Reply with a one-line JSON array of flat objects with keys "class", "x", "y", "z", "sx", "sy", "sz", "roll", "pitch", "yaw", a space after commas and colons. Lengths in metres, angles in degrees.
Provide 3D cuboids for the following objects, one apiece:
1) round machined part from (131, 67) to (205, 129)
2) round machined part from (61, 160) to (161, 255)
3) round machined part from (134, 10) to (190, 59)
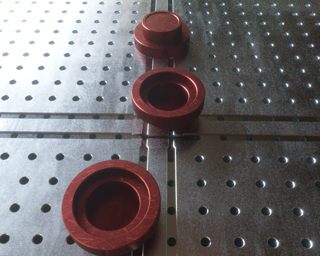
[{"class": "round machined part", "x": 0.011, "y": -0.037, "z": 0.428, "sx": 0.099, "sy": 0.042, "sz": 0.098, "roll": 0, "pitch": 50, "yaw": 0}, {"class": "round machined part", "x": -0.048, "y": 0.085, "z": 0.325, "sx": 0.099, "sy": 0.042, "sz": 0.098, "roll": 0, "pitch": 50, "yaw": 0}, {"class": "round machined part", "x": 0.004, "y": -0.167, "z": 0.537, "sx": 0.099, "sy": 0.042, "sz": 0.098, "roll": 0, "pitch": 50, "yaw": 0}]
